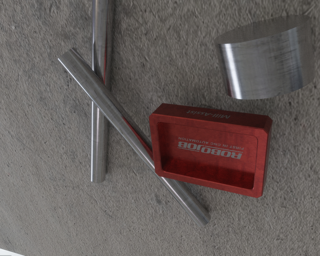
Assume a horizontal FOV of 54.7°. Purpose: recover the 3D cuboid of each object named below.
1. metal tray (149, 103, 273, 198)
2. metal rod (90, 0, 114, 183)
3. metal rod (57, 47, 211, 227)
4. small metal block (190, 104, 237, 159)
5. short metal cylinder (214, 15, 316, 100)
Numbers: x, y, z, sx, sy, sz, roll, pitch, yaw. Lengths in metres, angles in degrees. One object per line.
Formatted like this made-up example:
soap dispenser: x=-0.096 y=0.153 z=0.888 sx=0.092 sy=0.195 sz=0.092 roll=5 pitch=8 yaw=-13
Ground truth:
metal tray: x=0.056 y=0.024 z=0.356 sx=0.130 sy=0.030 sz=0.089 roll=9 pitch=122 yaw=23
metal rod: x=-0.082 y=-0.038 z=0.426 sx=0.025 sy=0.025 sz=0.298 roll=21 pitch=126 yaw=16
metal rod: x=-0.024 y=0.023 z=0.414 sx=0.025 sy=0.025 sz=0.300 roll=-25 pitch=111 yaw=37
small metal block: x=0.066 y=0.004 z=0.375 sx=0.050 sy=0.025 sz=0.050 roll=19 pitch=126 yaw=17
short metal cylinder: x=0.094 y=-0.065 z=0.281 sx=0.080 sy=0.080 sz=0.050 roll=-4 pitch=116 yaw=30
